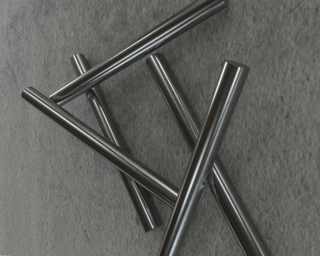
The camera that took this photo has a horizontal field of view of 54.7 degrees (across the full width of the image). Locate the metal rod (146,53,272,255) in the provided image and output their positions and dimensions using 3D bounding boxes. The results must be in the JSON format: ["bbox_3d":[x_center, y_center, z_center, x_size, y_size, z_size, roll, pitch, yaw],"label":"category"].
[{"bbox_3d":[0.054,0.036,0.358,0.025,0.025,0.299,-39,66,33],"label":"metal rod"}]

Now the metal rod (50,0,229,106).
[{"bbox_3d":[-0.048,-0.096,0.421,0.300,0.025,0.025,-23,75,30],"label":"metal rod"}]

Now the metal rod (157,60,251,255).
[{"bbox_3d":[0.034,0.072,0.346,0.025,0.025,0.298,34,119,34],"label":"metal rod"}]

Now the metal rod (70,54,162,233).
[{"bbox_3d":[-0.073,0.009,0.462,0.025,0.025,0.299,-41,66,32],"label":"metal rod"}]

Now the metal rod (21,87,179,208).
[{"bbox_3d":[-0.090,0.019,0.436,0.300,0.025,0.025,32,110,22],"label":"metal rod"}]
